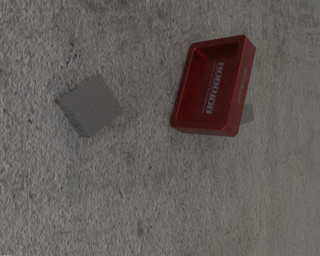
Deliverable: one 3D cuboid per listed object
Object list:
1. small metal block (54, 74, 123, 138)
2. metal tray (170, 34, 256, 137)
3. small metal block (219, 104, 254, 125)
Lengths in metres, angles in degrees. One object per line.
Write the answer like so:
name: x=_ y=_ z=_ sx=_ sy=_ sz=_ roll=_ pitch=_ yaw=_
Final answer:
small metal block: x=-0.077 y=-0.024 z=0.340 sx=0.050 sy=0.025 sz=0.050 roll=-43 pitch=116 yaw=-32
metal tray: x=0.070 y=-0.056 z=0.419 sx=0.030 sy=0.090 sz=0.130 roll=27 pitch=73 yaw=-45
small metal block: x=0.109 y=-0.019 z=0.480 sx=0.050 sy=0.050 sz=0.025 roll=-16 pitch=101 yaw=-39
